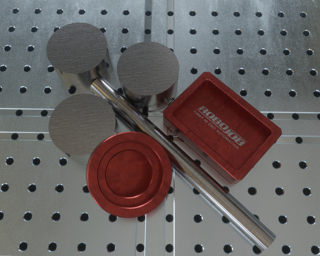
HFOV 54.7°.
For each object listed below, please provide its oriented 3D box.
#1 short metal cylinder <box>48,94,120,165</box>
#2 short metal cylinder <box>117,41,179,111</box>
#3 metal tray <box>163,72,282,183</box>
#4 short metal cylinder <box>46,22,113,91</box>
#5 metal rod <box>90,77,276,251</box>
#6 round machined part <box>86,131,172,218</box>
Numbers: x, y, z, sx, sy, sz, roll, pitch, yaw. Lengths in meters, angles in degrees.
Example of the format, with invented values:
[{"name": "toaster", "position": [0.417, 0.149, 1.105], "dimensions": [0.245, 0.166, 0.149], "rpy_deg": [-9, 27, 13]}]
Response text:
[{"name": "short metal cylinder", "position": [-0.094, 0.003, 0.396], "dimensions": [0.081, 0.050, 0.080], "rpy_deg": [0, 70, 0]}, {"name": "short metal cylinder", "position": [-0.015, -0.070, 0.423], "dimensions": [0.081, 0.050, 0.080], "rpy_deg": [0, 70, 0]}, {"name": "metal tray", "position": [0.079, -0.003, 0.409], "dimensions": [0.130, 0.030, 0.090], "rpy_deg": [42, 76, 13]}, {"name": "short metal cylinder", "position": [-0.110, -0.099, 0.434], "dimensions": [0.081, 0.050, 0.080], "rpy_deg": [0, 70, 0]}, {"name": "metal rod", "position": [0.020, 0.037, 0.399], "dimensions": [0.300, 0.025, 0.025], "rpy_deg": [42, 75, 14]}, {"name": "round machined part", "position": [-0.039, 0.054, 0.371], "dimensions": [0.099, 0.042, 0.097], "rpy_deg": [1, 85, -18]}]
